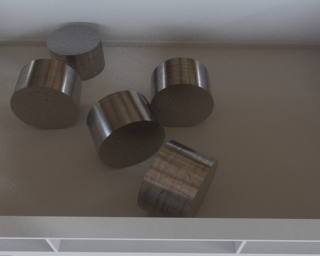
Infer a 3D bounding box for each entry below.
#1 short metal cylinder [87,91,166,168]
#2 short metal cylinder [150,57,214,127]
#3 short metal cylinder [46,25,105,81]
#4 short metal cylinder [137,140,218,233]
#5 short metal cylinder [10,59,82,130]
[{"bbox_3d":[-0.040,0.003,0.367,0.081,0.080,0.050,-18,53,-15],"label":"short metal cylinder"},{"bbox_3d":[0.028,-0.045,0.408,0.081,0.080,0.050,0,50,-1],"label":"short metal cylinder"},{"bbox_3d":[-0.130,-0.119,0.487,0.081,0.050,0.080,0,50,0],"label":"short metal cylinder"},{"bbox_3d":[0.020,0.059,0.320,0.050,0.080,0.080,25,54,19],"label":"short metal cylinder"},{"bbox_3d":[-0.145,-0.042,0.403,0.081,0.080,0.050,-3,50,-3],"label":"short metal cylinder"}]
